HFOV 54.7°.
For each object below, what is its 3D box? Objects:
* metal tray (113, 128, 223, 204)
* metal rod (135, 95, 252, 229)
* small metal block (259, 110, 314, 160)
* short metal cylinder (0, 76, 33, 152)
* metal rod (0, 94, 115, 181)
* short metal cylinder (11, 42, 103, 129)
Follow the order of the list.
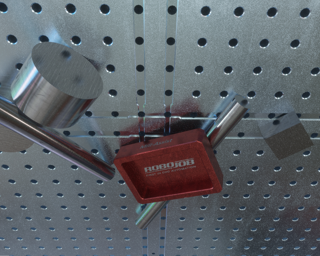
[{"bbox_3d":[0.012,0.057,0.433,0.130,0.030,0.090,-14,118,22],"label":"metal tray"},{"bbox_3d":[0.035,0.069,0.470,0.025,0.025,0.298,21,127,-18],"label":"metal rod"},{"bbox_3d":[0.173,0.011,0.424,0.050,0.025,0.050,-30,125,22],"label":"small metal block"},{"bbox_3d":[-0.185,-0.016,0.379,0.081,0.050,0.079,0,130,0],"label":"short metal cylinder"},{"bbox_3d":[-0.138,0.004,0.349,0.025,0.025,0.300,-20,147,15],"label":"metal rod"},{"bbox_3d":[-0.110,-0.046,0.335,0.080,0.080,0.050,32,123,-24],"label":"short metal cylinder"}]
